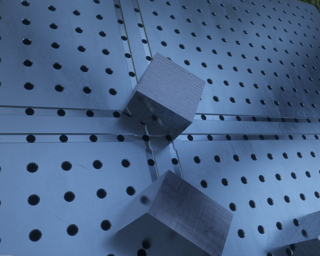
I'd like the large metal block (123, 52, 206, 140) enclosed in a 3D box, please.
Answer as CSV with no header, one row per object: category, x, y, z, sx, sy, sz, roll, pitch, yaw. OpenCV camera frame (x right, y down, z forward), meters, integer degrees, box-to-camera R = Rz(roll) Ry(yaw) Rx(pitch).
large metal block,0.008,-0.044,0.425,0.080,0.050,0.080,30,52,-10

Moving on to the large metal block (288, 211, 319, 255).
large metal block,0.237,0.165,0.422,0.081,0.050,0.080,-28,78,-38

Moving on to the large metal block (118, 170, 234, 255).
large metal block,0.014,0.099,0.322,0.080,0.080,0.050,35,51,-6
